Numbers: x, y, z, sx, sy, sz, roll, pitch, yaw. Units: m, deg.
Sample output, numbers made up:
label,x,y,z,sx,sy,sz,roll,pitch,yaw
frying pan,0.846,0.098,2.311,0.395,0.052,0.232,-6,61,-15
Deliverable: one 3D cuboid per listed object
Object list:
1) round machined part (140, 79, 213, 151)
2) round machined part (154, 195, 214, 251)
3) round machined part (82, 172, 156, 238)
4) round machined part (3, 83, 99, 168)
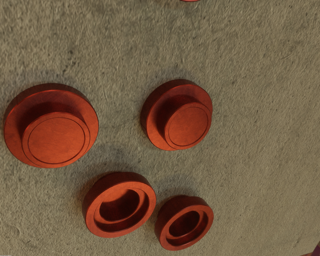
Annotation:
label,x,y,z,sx,sy,sz,roll,pitch,yaw
round machined part,0.027,-0.011,0.404,0.099,0.042,0.097,-14,124,-21
round machined part,0.035,0.150,0.507,0.099,0.042,0.097,-14,124,-21
round machined part,-0.058,0.100,0.425,0.099,0.042,0.097,-14,124,-21
round machined part,-0.115,0.004,0.336,0.099,0.042,0.097,-14,124,-21
